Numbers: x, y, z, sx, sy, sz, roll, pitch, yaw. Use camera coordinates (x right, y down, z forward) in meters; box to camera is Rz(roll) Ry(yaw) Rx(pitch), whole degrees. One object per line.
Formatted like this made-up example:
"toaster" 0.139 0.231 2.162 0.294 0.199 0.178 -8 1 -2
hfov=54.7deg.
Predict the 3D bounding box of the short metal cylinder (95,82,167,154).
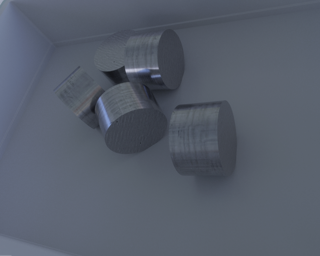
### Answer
"short metal cylinder" -0.037 -0.012 0.396 0.080 0.080 0.050 -33 52 7

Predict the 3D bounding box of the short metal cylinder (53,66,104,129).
"short metal cylinder" -0.106 -0.044 0.451 0.050 0.080 0.080 -45 51 -3

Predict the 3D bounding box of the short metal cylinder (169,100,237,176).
"short metal cylinder" 0.049 0.012 0.337 0.050 0.080 0.080 -4 60 26

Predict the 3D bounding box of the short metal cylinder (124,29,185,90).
"short metal cylinder" -0.006 -0.093 0.429 0.050 0.080 0.080 2 63 29

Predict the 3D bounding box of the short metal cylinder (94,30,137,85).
"short metal cylinder" -0.054 -0.105 0.480 0.080 0.050 0.080 -13 56 20
